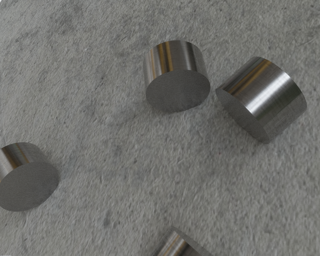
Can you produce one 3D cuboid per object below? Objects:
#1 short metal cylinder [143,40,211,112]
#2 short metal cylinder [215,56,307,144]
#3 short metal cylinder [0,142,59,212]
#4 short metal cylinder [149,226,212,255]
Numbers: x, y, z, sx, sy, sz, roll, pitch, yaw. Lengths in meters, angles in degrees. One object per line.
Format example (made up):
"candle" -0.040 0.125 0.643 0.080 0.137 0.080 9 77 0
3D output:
"short metal cylinder" 0.020 -0.064 0.396 0.080 0.080 0.050 -19 55 17
"short metal cylinder" 0.106 -0.029 0.330 0.050 0.080 0.080 -42 51 0
"short metal cylinder" -0.189 0.066 0.425 0.080 0.080 0.050 -48 52 -6
"short metal cylinder" 0.026 0.132 0.273 0.080 0.080 0.050 32 79 37
